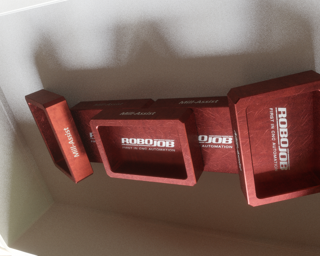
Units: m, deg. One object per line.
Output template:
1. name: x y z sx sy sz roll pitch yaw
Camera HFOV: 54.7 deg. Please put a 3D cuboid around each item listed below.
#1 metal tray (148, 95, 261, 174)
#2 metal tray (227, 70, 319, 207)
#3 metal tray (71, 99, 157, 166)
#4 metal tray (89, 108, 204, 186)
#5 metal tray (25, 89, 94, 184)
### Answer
1. metal tray: 0.055 0.009 0.381 0.130 0.030 0.089 0 119 28
2. metal tray: 0.126 0.014 0.321 0.090 0.030 0.129 -13 115 3
3. metal tray: -0.061 0.007 0.441 0.130 0.030 0.089 0 119 28
4. metal tray: -0.017 0.022 0.387 0.130 0.030 0.089 1 118 28
5. metal tray: -0.152 0.011 0.467 0.090 0.030 0.129 19 131 49
